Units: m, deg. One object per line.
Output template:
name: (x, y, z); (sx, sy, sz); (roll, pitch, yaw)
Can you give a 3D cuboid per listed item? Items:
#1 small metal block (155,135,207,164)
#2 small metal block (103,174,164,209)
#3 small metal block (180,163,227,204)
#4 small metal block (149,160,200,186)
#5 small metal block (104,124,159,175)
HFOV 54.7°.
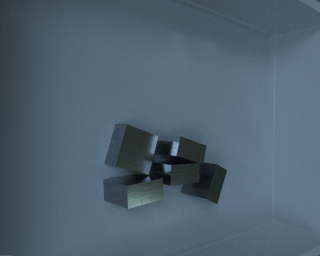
small metal block: (0.025, 0.029, 0.414); (0.050, 0.050, 0.025); (20, 77, -39)
small metal block: (-0.032, 0.073, 0.366); (0.050, 0.050, 0.025); (-4, 93, -40)
small metal block: (0.062, 0.077, 0.445); (0.025, 0.050, 0.050); (32, 70, -36)
small metal block: (0.016, 0.057, 0.406); (0.050, 0.050, 0.025); (2, 89, -40)
small metal block: (-0.034, 0.027, 0.380); (0.050, 0.025, 0.050); (23, 76, -38)
